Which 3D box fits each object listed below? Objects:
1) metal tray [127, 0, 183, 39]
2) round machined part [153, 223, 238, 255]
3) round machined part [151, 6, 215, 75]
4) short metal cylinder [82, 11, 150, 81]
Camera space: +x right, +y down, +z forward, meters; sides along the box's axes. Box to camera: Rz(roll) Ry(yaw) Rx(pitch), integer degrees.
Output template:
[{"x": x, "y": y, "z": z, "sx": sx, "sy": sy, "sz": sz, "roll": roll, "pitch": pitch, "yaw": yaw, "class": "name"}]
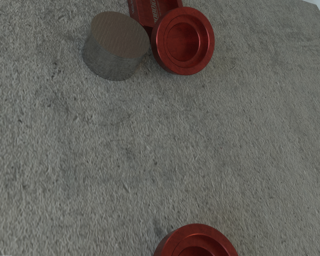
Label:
[{"x": -0.005, "y": -0.200, "z": 0.521, "sx": 0.091, "sy": 0.030, "sz": 0.130, "roll": 4, "pitch": 60, "yaw": -27, "class": "metal tray"}, {"x": 0.035, "y": 0.153, "z": 0.320, "sx": 0.099, "sy": 0.042, "sz": 0.098, "roll": 14, "pitch": 56, "yaw": -21, "class": "round machined part"}, {"x": 0.031, "y": -0.130, "z": 0.470, "sx": 0.099, "sy": 0.042, "sz": 0.097, "roll": -5, "pitch": 102, "yaw": -25, "class": "round machined part"}, {"x": -0.061, "y": -0.111, "z": 0.424, "sx": 0.081, "sy": 0.050, "sz": 0.080, "roll": 14, "pitch": 56, "yaw": -21, "class": "short metal cylinder"}]
